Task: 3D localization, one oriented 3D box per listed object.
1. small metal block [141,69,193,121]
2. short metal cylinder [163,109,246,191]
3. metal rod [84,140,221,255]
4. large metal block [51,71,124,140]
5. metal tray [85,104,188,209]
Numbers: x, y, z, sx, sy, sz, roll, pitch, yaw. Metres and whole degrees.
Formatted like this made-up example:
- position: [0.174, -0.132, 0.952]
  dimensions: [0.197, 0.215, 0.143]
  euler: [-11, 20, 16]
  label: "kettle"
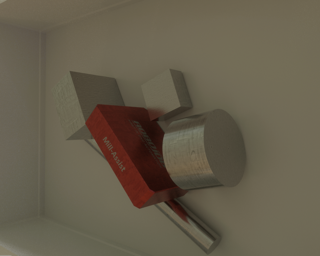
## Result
- position: [0.008, -0.041, 0.395]
  dimensions: [0.050, 0.025, 0.050]
  euler: [-25, 75, 37]
  label: "small metal block"
- position: [0.048, 0.024, 0.328]
  dimensions: [0.050, 0.081, 0.080]
  euler: [-15, 81, 40]
  label: "short metal cylinder"
- position: [-0.040, 0.062, 0.436]
  dimensions: [0.300, 0.025, 0.025]
  euler: [35, 112, 34]
  label: "metal rod"
- position: [-0.099, -0.030, 0.448]
  dimensions: [0.050, 0.081, 0.080]
  euler: [-33, 70, 35]
  label: "large metal block"
- position: [-0.022, 0.028, 0.378]
  dimensions: [0.030, 0.091, 0.130]
  euler: [-51, 61, 27]
  label: "metal tray"
